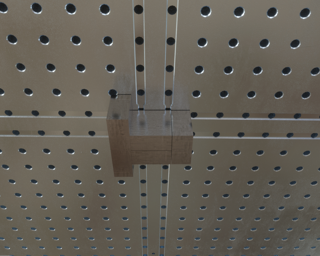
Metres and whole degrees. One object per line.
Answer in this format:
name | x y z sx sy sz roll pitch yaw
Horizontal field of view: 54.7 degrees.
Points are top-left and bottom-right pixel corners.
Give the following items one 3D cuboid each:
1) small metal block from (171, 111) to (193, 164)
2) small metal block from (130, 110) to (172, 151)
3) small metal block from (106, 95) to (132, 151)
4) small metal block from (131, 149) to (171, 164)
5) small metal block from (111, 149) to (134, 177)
small metal block | 0.027 0.012 0.405 0.025 0.050 0.050 0 130 0
small metal block | -0.011 0.002 0.396 0.050 0.050 0.025 0 130 -1
small metal block | -0.049 -0.007 0.388 0.025 0.050 0.050 0 130 0
small metal block | -0.011 0.022 0.413 0.050 0.050 0.025 0 130 -1
small metal block | -0.049 0.031 0.420 0.025 0.050 0.050 0 130 0
